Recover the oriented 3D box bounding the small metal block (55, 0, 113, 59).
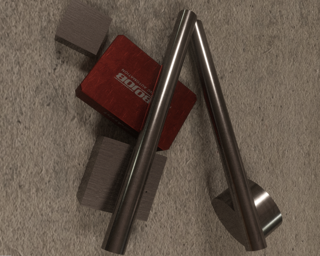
[{"bbox_3d":[-0.093,-0.119,0.375,0.050,0.025,0.050,25,82,-19],"label":"small metal block"}]

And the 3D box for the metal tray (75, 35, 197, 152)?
[{"bbox_3d":[-0.026,-0.041,0.390,0.130,0.030,0.090,37,68,-17],"label":"metal tray"}]

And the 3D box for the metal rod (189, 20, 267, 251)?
[{"bbox_3d":[0.079,-0.001,0.395,0.025,0.025,0.299,-8,76,-20],"label":"metal rod"}]

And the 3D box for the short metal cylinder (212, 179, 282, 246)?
[{"bbox_3d":[0.118,0.116,0.425,0.050,0.080,0.080,-33,101,-17],"label":"short metal cylinder"}]

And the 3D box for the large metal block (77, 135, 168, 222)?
[{"bbox_3d":[-0.048,0.060,0.379,0.080,0.050,0.080,20,83,-19],"label":"large metal block"}]

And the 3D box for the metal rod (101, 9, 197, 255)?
[{"bbox_3d":[-0.006,-0.010,0.361,0.025,0.025,0.299,23,72,-19],"label":"metal rod"}]
